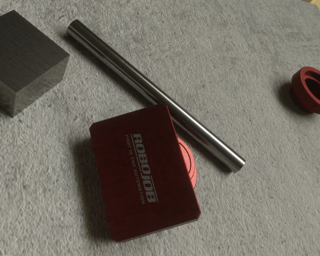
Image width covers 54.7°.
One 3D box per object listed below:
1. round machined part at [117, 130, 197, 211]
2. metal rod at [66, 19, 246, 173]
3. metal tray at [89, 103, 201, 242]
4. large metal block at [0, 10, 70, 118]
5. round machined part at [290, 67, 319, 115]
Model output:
[{"bbox_3d":[0.002,0.045,0.368,0.099,0.042,0.098,14,56,-21],"label":"round machined part"},{"bbox_3d":[-0.004,-0.043,0.428,0.300,0.025,0.025,40,51,-2],"label":"metal rod"},{"bbox_3d":[-0.018,0.046,0.335,0.090,0.030,0.130,-17,68,0],"label":"metal tray"},{"bbox_3d":[-0.163,-0.072,0.344,0.080,0.050,0.080,39,51,-2],"label":"large metal block"},{"bbox_3d":[0.290,-0.066,0.593,0.099,0.042,0.098,14,56,-21],"label":"round machined part"}]
